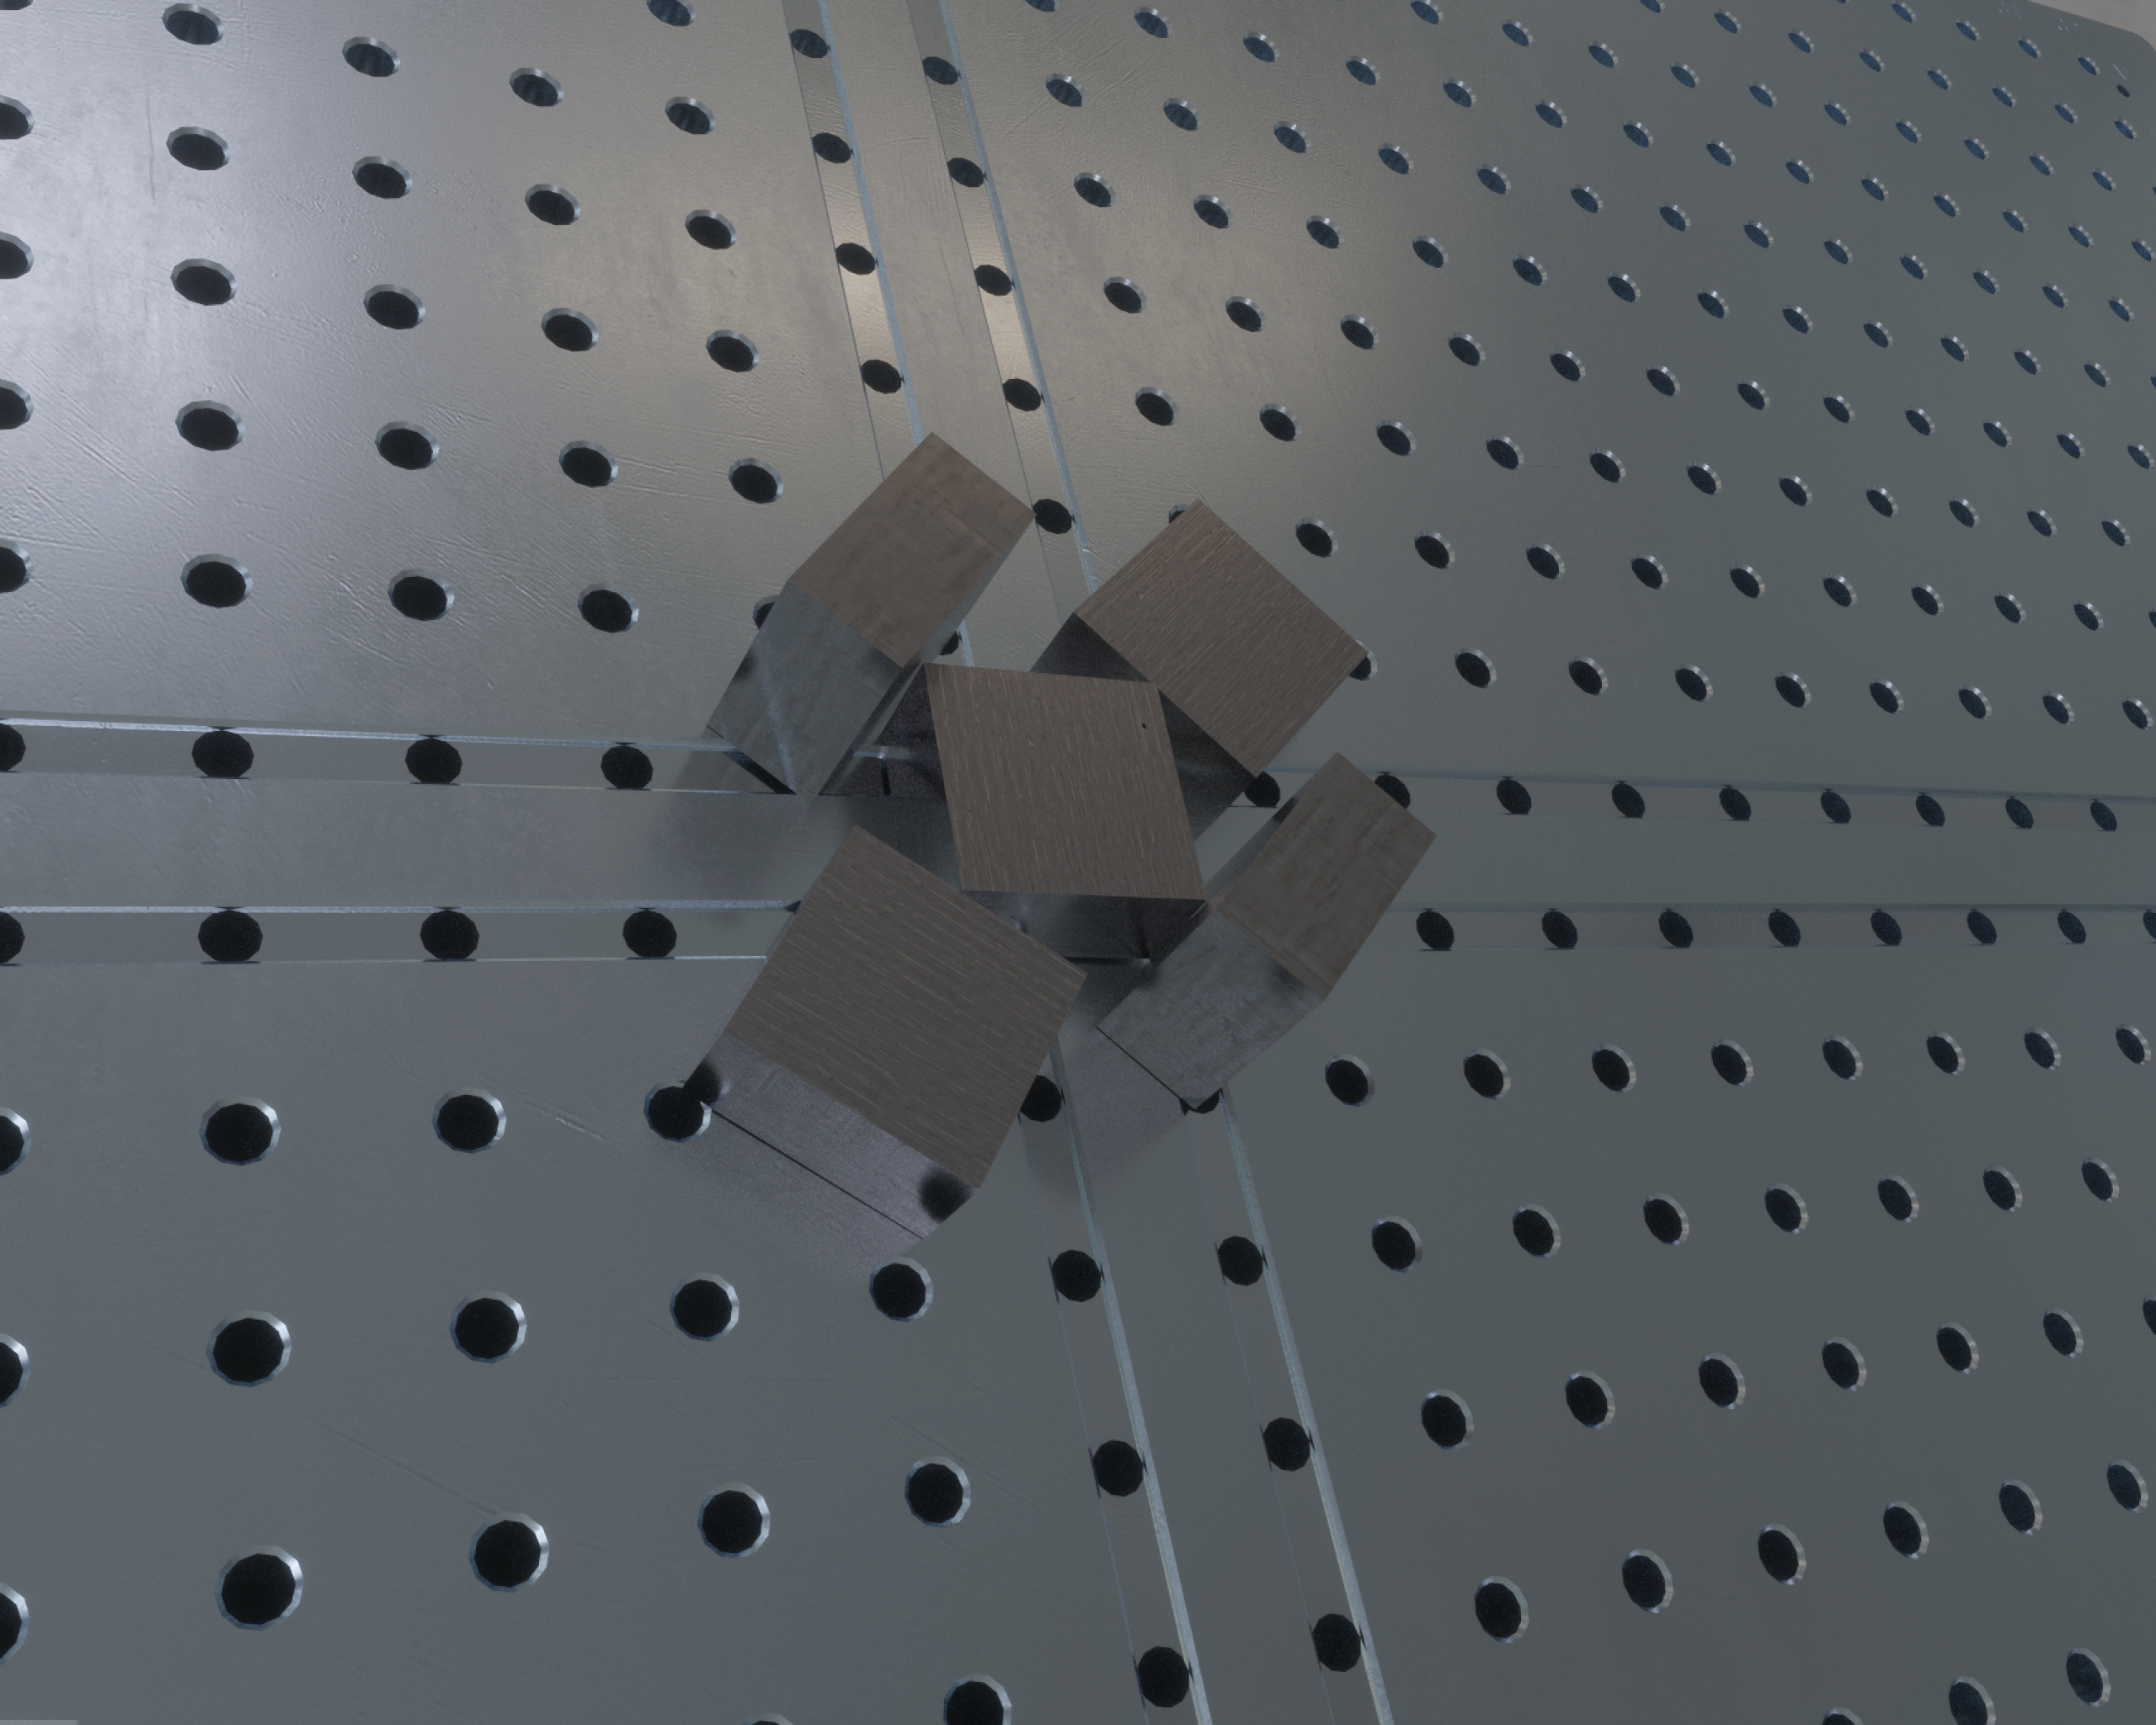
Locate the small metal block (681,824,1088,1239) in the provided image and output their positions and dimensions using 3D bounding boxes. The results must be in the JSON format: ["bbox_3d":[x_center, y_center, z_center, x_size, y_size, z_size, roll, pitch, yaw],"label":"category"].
[{"bbox_3d":[-0.033,0.030,0.371,0.050,0.025,0.050,33,51,-7],"label":"small metal block"}]

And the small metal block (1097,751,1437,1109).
[{"bbox_3d":[0.036,0.013,0.402,0.025,0.050,0.050,41,51,0],"label":"small metal block"}]

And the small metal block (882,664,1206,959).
[{"bbox_3d":[-0.007,-0.009,0.409,0.050,0.025,0.050,3,59,-25],"label":"small metal block"}]

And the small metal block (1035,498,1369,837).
[{"bbox_3d":[0.026,-0.042,0.447,0.050,0.025,0.050,43,51,1],"label":"small metal block"}]

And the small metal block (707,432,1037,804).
[{"bbox_3d":[-0.040,-0.046,0.398,0.025,0.050,0.050,38,52,-4],"label":"small metal block"}]
